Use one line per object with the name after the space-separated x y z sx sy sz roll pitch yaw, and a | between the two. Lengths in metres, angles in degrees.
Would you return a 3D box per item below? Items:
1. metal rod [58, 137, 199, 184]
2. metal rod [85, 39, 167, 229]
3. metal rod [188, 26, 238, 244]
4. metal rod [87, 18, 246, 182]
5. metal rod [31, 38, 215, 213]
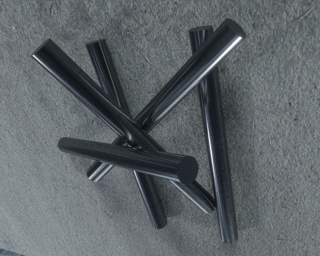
-0.065 0.032 0.388 0.299 0.025 0.025 3 123 53 | metal rod
-0.040 0.024 0.442 0.025 0.025 0.298 -3 117 29 | metal rod
0.071 0.028 0.386 0.025 0.025 0.298 2 120 27 | metal rod
-0.015 -0.010 0.374 0.025 0.025 0.299 44 129 -3 | metal rod
-0.021 0.017 0.365 0.025 0.025 0.300 -20 128 36 | metal rod
